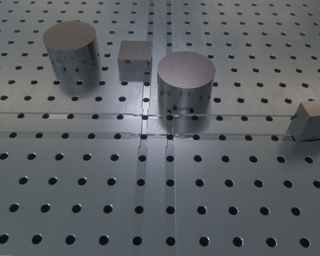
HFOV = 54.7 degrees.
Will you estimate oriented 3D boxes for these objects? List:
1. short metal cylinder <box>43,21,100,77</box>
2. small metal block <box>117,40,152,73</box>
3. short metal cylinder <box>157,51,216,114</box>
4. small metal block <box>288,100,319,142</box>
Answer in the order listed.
[{"bbox_3d":[-0.140,-0.128,0.498,0.081,0.050,0.080,0,50,0],"label":"short metal cylinder"},{"bbox_3d":[-0.040,-0.117,0.506,0.050,0.025,0.050,2,50,1],"label":"small metal block"},{"bbox_3d":[0.036,-0.066,0.447,0.081,0.050,0.080,0,50,0],"label":"short metal cylinder"},{"bbox_3d":[0.203,-0.010,0.402,0.050,0.050,0.025,-7,51,-6],"label":"small metal block"}]
